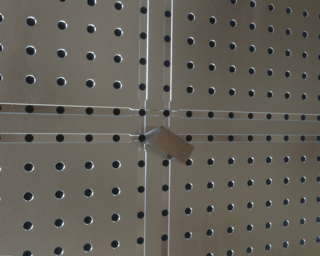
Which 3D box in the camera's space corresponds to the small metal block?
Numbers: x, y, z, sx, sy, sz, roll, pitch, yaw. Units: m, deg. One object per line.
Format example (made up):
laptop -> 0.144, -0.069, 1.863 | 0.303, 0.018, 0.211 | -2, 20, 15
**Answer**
small metal block -> 0.009, 0.021, 0.404 | 0.050, 0.050, 0.025 | 34, 79, -17
